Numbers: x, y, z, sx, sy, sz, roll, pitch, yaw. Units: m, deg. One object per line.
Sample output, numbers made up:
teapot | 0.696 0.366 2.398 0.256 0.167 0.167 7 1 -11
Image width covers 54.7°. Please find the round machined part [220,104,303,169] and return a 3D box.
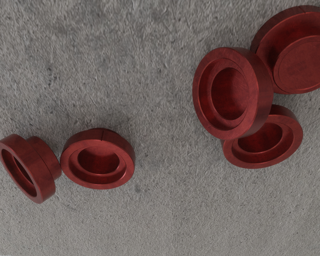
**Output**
round machined part | 0.126 0.006 0.399 0.099 0.042 0.097 -2 134 -2

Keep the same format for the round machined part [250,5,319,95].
round machined part | 0.150 -0.076 0.333 0.099 0.042 0.097 0 130 0

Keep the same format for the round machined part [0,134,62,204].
round machined part | -0.170 0.050 0.415 0.098 0.042 0.097 26 135 30

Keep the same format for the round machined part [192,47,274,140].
round machined part | 0.082 -0.038 0.337 0.042 0.098 0.097 -9 137 -32

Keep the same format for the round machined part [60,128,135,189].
round machined part | -0.083 0.038 0.427 0.099 0.042 0.097 0 130 0
